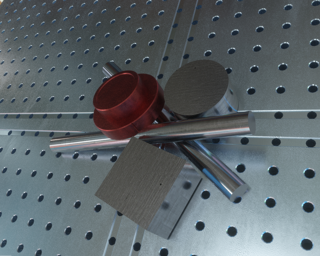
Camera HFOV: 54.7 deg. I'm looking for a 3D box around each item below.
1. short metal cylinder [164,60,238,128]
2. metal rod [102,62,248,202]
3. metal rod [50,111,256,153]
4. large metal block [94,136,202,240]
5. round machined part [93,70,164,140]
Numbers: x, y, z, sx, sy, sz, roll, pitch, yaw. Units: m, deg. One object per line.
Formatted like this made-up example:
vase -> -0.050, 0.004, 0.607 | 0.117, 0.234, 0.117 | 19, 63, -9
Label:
short metal cylinder -> 0.052, -0.038, 0.386 | 0.080, 0.050, 0.080 | -13, 56, 20
metal rod -> 0.000, -0.015, 0.417 | 0.025, 0.025, 0.300 | -43, 51, -2
metal rod -> -0.033, 0.010, 0.394 | 0.300, 0.025, 0.025 | -7, 58, 32
large metal block -> -0.013, 0.066, 0.354 | 0.080, 0.050, 0.080 | 22, 73, 35
round machined part -> -0.046, -0.036, 0.399 | 0.098, 0.042, 0.098 | -19, 44, 20
